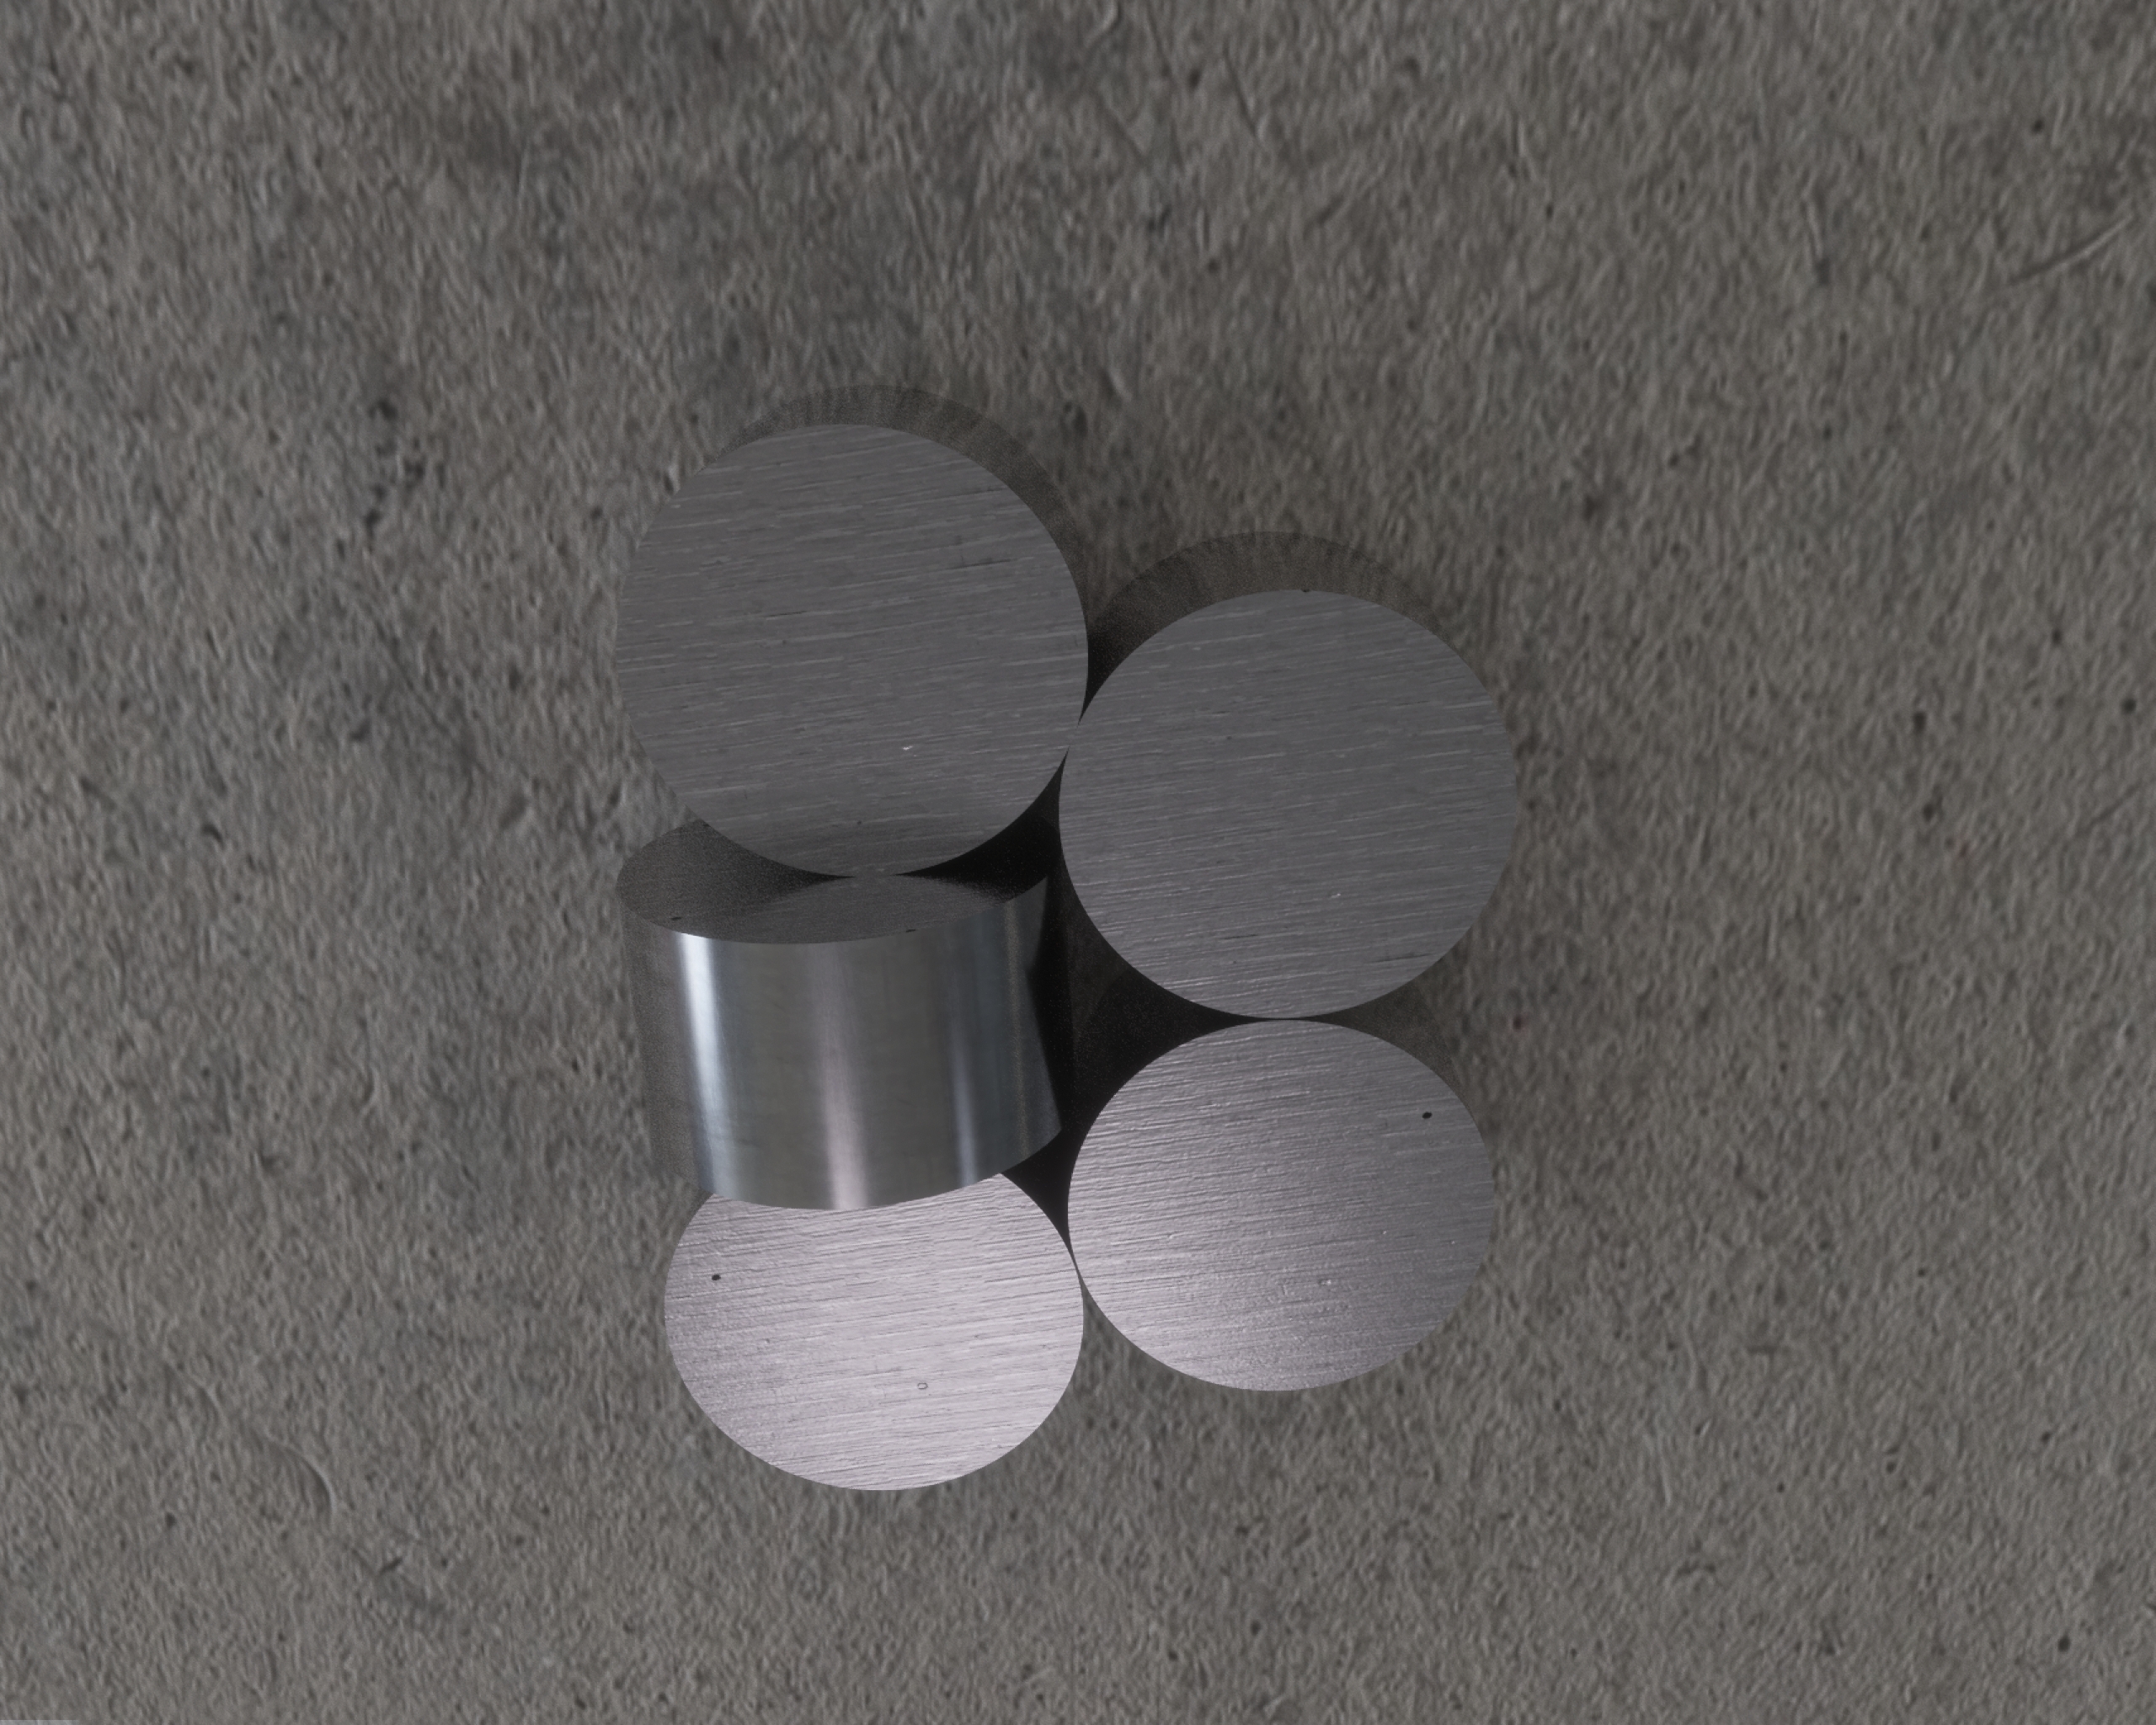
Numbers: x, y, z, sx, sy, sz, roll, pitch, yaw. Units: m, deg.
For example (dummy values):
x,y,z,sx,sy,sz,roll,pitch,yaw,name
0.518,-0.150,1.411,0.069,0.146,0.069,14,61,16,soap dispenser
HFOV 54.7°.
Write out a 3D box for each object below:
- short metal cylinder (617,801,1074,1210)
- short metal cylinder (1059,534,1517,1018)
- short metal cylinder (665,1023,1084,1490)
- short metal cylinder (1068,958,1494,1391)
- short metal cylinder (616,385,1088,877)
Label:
x,y,z,sx,sy,sz,roll,pitch,yaw,name
-0.042,0.023,0.388,0.080,0.080,0.050,-3,110,1,short metal cylinder
0.037,-0.018,0.390,0.081,0.050,0.079,0,110,0,short metal cylinder
-0.039,0.079,0.425,0.081,0.050,0.079,0,110,0,short metal cylinder
0.038,0.057,0.418,0.081,0.050,0.079,0,110,0,short metal cylinder
-0.038,-0.043,0.380,0.081,0.050,0.079,0,110,0,short metal cylinder
